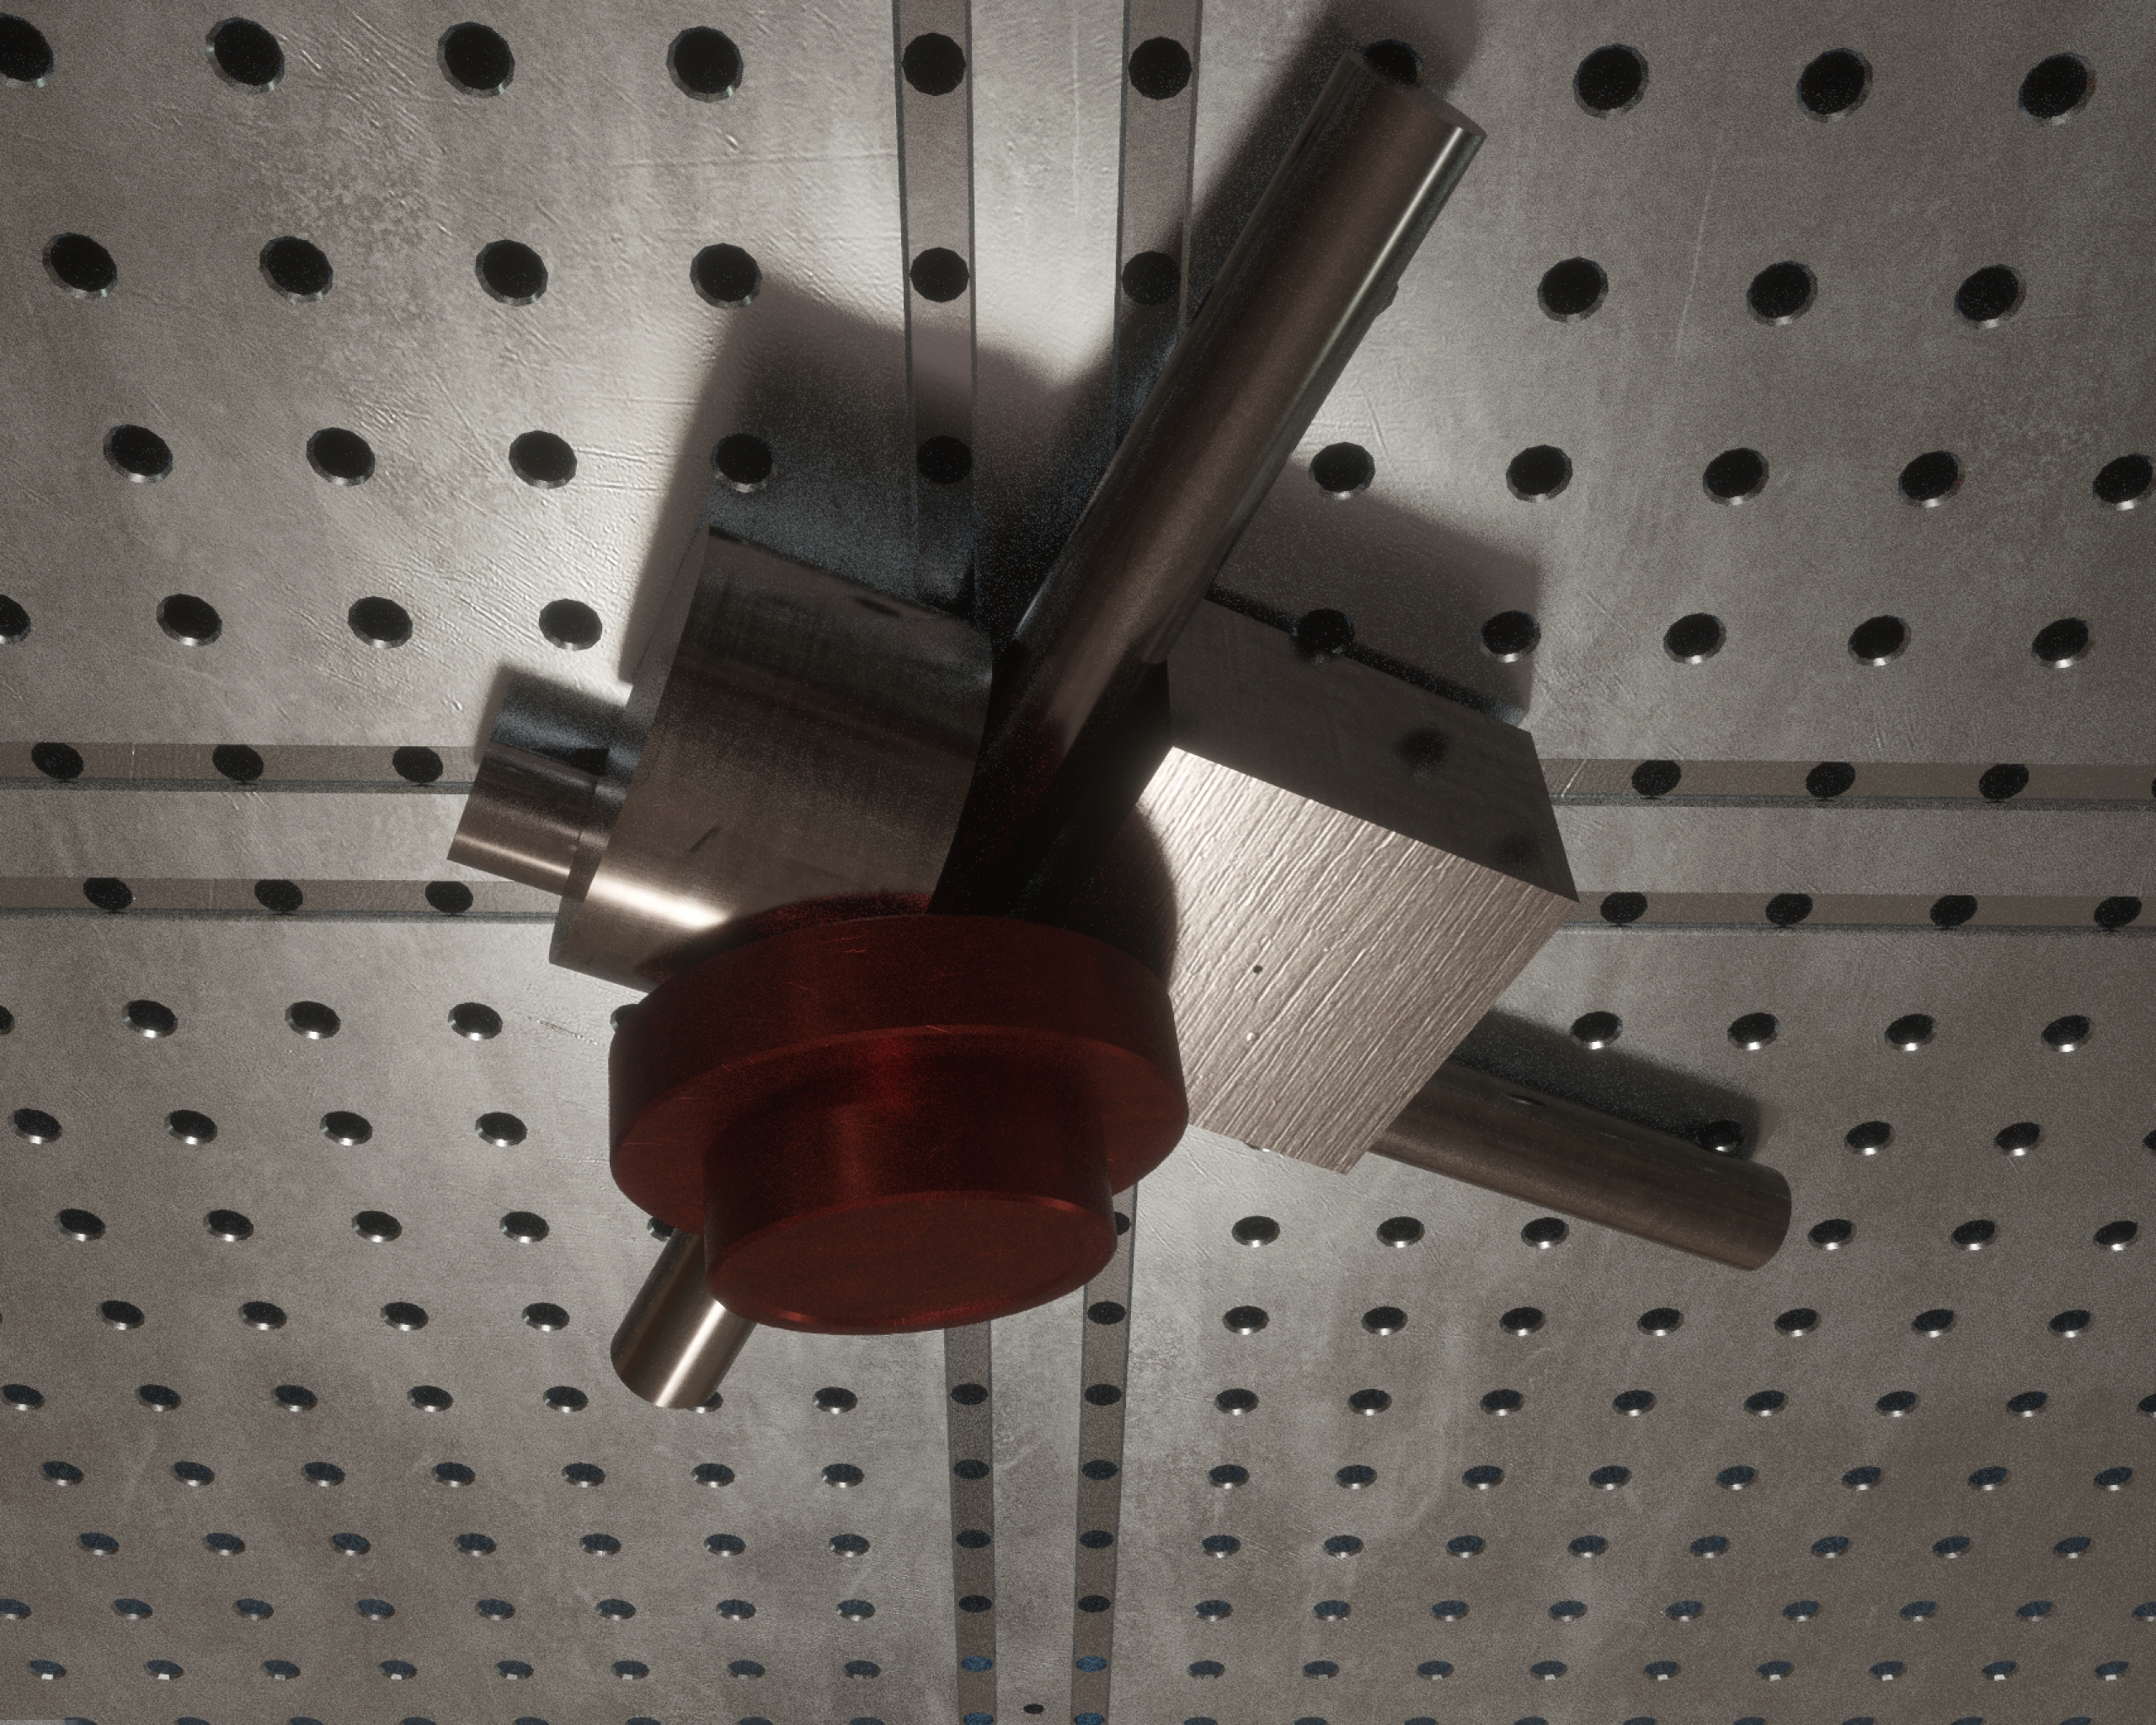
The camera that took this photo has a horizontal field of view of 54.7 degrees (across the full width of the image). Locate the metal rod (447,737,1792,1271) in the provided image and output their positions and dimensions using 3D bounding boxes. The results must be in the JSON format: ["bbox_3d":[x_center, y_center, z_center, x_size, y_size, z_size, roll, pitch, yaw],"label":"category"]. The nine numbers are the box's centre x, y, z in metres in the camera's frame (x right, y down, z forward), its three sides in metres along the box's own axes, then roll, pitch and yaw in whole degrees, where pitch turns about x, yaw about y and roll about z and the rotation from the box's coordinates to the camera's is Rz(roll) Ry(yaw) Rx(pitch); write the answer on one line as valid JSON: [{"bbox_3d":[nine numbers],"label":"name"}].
[{"bbox_3d":[0.020,0.035,0.441,0.302,0.025,0.025,19,127,-16],"label":"metal rod"}]

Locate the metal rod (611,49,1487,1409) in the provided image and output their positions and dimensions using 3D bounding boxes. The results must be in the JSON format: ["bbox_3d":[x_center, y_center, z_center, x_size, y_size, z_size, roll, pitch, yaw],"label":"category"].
[{"bbox_3d":[-0.019,-0.004,0.383,0.025,0.025,0.298,22,119,-18],"label":"metal rod"}]

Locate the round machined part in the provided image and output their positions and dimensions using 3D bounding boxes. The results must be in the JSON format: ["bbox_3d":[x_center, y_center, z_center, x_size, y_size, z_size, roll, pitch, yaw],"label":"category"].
[{"bbox_3d":[-0.030,0.050,0.357,0.099,0.042,0.098,-6,151,-3],"label":"round machined part"}]

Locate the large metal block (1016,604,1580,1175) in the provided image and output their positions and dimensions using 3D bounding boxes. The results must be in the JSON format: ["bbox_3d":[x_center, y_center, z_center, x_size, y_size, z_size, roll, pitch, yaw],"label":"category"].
[{"bbox_3d":[0.034,0.005,0.396,0.080,0.050,0.079,20,127,-17],"label":"large metal block"}]

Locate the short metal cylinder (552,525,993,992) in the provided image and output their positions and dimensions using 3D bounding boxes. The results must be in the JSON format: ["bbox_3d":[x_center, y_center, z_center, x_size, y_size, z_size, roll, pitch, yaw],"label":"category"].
[{"bbox_3d":[-0.054,-0.013,0.363,0.050,0.080,0.079,20,127,-16],"label":"short metal cylinder"}]
